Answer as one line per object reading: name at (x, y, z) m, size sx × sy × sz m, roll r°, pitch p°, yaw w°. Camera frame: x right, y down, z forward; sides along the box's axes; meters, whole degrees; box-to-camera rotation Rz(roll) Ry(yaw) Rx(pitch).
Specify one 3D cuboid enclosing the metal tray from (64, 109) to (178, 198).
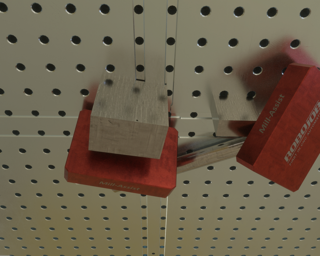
metal tray at (-0.045, 0.032, 0.392) m, size 0.131 × 0.090 × 0.030 m, roll 12°, pitch 144°, yaw -11°

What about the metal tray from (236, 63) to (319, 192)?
metal tray at (0.157, 0.002, 0.363) m, size 0.090 × 0.030 × 0.130 m, roll 28°, pitch 93°, yaw -31°

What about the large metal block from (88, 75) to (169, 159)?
large metal block at (-0.035, -0.014, 0.363) m, size 0.081 × 0.080 × 0.050 m, roll 8°, pitch 129°, yaw -7°

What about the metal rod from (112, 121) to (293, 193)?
metal rod at (0.065, 0.042, 0.448) m, size 0.301 × 0.025 × 0.025 m, roll -19°, pitch 128°, yaw 15°

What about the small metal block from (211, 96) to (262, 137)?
small metal block at (0.093, -0.015, 0.384) m, size 0.050 × 0.050 × 0.025 m, roll 1°, pitch 130°, yaw -2°
